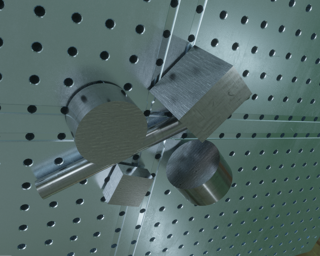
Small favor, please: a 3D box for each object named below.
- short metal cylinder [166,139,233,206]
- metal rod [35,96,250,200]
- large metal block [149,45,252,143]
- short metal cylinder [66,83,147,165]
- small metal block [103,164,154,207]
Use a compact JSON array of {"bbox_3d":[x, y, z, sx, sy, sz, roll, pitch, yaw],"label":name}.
[{"bbox_3d":[0.056,0.063,0.441,0.080,0.080,0.050,-40,130,-1],"label":"short metal cylinder"},{"bbox_3d":[-0.013,0.012,0.407,0.302,0.025,0.025,-26,128,-13],"label":"metal rod"},{"bbox_3d":[0.046,-0.043,0.370,0.080,0.080,0.050,-45,129,3],"label":"large metal block"},{"bbox_3d":[-0.061,-0.005,0.354,0.081,0.050,0.079,-14,124,-21],"label":"short metal cylinder"},{"bbox_3d":[-0.044,0.081,0.433,0.050,0.025,0.050,16,110,-35],"label":"small metal block"}]
